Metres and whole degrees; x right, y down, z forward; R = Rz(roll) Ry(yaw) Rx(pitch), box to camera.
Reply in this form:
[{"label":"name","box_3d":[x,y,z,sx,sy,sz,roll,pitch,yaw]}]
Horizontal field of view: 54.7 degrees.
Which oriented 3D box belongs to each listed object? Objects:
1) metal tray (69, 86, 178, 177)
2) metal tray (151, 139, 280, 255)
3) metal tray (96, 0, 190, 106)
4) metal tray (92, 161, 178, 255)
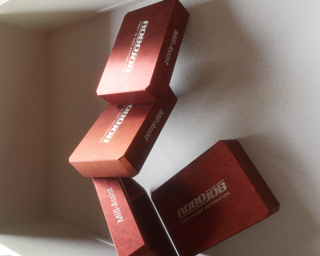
[{"label":"metal tray","box_3d":[-0.042,0.000,0.382,0.090,0.030,0.130,-6,41,37]},{"label":"metal tray","box_3d":[0.056,0.084,0.357,0.129,0.030,0.090,-43,64,31]},{"label":"metal tray","box_3d":[-0.021,-0.094,0.388,0.090,0.030,0.130,0,66,40]},{"label":"metal tray","box_3d":[-0.028,0.107,0.362,0.030,0.090,0.130,-37,43,2]}]
